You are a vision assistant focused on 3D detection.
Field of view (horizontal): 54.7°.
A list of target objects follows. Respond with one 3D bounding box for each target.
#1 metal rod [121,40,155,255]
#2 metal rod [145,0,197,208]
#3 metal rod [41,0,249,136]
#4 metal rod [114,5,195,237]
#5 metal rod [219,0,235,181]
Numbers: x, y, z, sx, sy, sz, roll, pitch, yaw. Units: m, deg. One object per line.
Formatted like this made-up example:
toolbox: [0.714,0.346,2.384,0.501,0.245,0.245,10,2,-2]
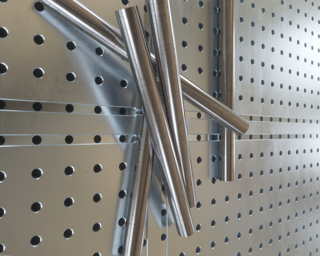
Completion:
metal rod: [-0.016,0.015,0.397,0.025,0.025,0.298,13,82,-40]
metal rod: [0.017,-0.022,0.377,0.025,0.025,0.298,-32,125,-36]
metal rod: [0.002,-0.068,0.380,0.301,0.025,0.025,30,71,-26]
metal rod: [0.001,0.010,0.376,0.025,0.025,0.298,-32,118,-36]
metal rod: [0.108,-0.064,0.502,0.025,0.025,0.298,0,90,-40]
